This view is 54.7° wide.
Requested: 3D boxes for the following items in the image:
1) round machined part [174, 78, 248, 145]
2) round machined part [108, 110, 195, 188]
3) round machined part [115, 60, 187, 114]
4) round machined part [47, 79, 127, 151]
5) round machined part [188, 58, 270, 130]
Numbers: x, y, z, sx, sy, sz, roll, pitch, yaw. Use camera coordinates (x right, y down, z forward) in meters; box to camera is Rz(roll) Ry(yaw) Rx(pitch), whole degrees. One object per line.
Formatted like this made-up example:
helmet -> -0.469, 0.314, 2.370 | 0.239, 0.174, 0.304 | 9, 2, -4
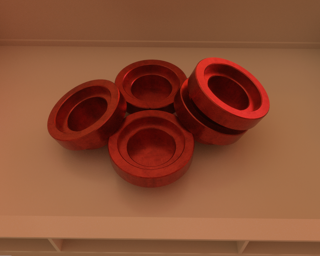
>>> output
round machined part -> 0.062, -0.018, 0.393 | 0.099, 0.042, 0.098 | 15, 47, -17
round machined part -> -0.010, 0.028, 0.367 | 0.099, 0.042, 0.098 | 0, 50, 0
round machined part -> -0.012, -0.048, 0.432 | 0.099, 0.042, 0.098 | 0, 50, 0
round machined part -> -0.086, -0.012, 0.388 | 0.098, 0.042, 0.098 | -13, 48, 16
round machined part -> 0.077, -0.036, 0.372 | 0.099, 0.042, 0.098 | 15, 48, -17
